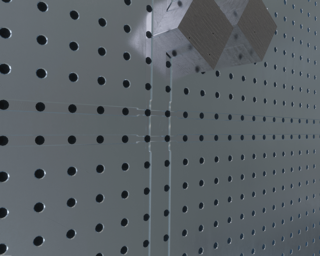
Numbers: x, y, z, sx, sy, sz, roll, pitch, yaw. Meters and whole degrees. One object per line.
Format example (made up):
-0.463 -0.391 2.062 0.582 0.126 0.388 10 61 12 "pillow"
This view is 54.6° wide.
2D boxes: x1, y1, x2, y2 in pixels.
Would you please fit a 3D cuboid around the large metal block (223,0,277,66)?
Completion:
0.140 -0.162 0.508 0.080 0.050 0.080 42 65 -32 "large metal block"

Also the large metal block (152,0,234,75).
0.048 -0.134 0.432 0.080 0.050 0.080 41 65 -32 "large metal block"
